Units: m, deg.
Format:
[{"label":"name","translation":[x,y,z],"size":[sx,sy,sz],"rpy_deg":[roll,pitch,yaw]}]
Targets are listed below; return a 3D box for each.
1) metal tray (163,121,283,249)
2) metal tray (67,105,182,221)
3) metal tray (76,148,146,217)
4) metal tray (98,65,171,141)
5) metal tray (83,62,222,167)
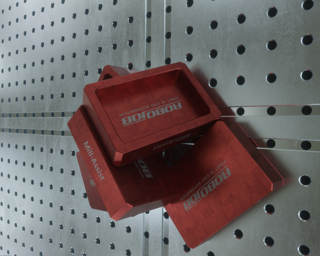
[{"label":"metal tray","translation":[0.059,0.065,0.355],"size":[0.129,0.030,0.090],"rpy_deg":[-48,62,29]},{"label":"metal tray","translation":[-0.040,0.033,0.358],"size":[0.030,0.091,0.130],"rpy_deg":[-46,63,30]},{"label":"metal tray","translation":[-0.068,0.069,0.429],"size":[0.130,0.030,0.089],"rpy_deg":[-12,93,54]},{"label":"metal tray","translation":[-0.049,-0.020,0.444],"size":[0.130,0.030,0.089],"rpy_deg":[43,116,31]},{"label":"metal tray","translation":[-0.008,-0.021,0.346],"size":[0.090,0.131,0.030],"rpy_deg":[59,151,23]}]
